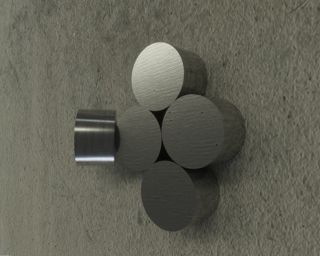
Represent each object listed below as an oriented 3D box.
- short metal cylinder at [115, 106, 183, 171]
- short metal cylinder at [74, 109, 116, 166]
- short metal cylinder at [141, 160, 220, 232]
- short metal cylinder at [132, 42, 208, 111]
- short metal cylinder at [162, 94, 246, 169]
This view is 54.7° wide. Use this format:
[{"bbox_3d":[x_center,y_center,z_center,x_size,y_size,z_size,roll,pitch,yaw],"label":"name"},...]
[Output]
[{"bbox_3d":[-0.013,0.013,0.401,0.080,0.050,0.080,0,90,40],"label":"short metal cylinder"},{"bbox_3d":[-0.088,0.014,0.436,0.080,0.050,0.080,-177,88,-84],"label":"short metal cylinder"},{"bbox_3d":[0.024,0.077,0.371,0.080,0.050,0.080,0,90,40],"label":"short metal cylinder"},{"bbox_3d":[0.011,-0.060,0.381,0.080,0.050,0.080,0,90,40],"label":"short metal cylinder"},{"bbox_3d":[0.049,0.004,0.350,0.080,0.050,0.080,0,90,40],"label":"short metal cylinder"}]
